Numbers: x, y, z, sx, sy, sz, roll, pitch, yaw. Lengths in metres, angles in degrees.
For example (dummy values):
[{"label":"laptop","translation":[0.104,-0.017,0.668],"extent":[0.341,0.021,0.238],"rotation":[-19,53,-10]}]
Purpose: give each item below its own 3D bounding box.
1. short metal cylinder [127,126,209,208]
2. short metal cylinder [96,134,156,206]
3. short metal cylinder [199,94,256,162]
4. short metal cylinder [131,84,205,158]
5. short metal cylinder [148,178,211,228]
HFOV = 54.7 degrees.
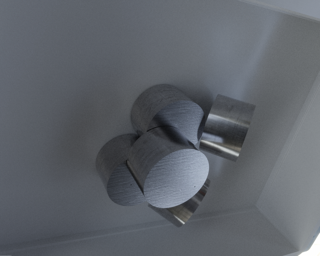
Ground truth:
[{"label":"short metal cylinder","translation":[0.009,0.045,0.358],"extent":[0.081,0.050,0.079],"rotation":[-14,125,-21]},{"label":"short metal cylinder","translation":[-0.038,0.055,0.406],"extent":[0.081,0.050,0.079],"rotation":[-14,125,-21]},{"label":"short metal cylinder","translation":[0.090,0.000,0.415],"extent":[0.080,0.050,0.080],"rotation":[18,91,-77]},{"label":"short metal cylinder","translation":[0.010,-0.009,0.391],"extent":[0.081,0.050,0.079],"rotation":[-14,125,-21]},{"label":"short metal cylinder","translation":[0.027,0.091,0.435],"extent":[0.050,0.080,0.080],"rotation":[35,101,2]}]
